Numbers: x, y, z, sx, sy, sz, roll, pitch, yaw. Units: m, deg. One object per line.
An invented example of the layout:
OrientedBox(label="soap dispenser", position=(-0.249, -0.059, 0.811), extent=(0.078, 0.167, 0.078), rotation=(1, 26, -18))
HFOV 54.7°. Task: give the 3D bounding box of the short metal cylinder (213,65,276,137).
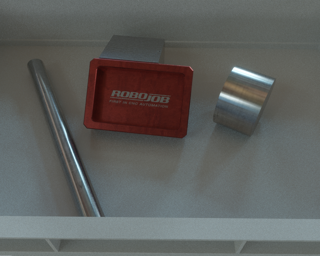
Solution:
OrientedBox(label="short metal cylinder", position=(0.109, -0.035, 0.400), extent=(0.050, 0.080, 0.080), rotation=(24, 54, 18))

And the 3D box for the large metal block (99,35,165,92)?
OrientedBox(label="large metal block", position=(-0.038, -0.096, 0.459), extent=(0.080, 0.050, 0.080), rotation=(6, 39, 4))

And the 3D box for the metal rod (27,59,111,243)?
OrientedBox(label="metal rod", position=(-0.128, 0.005, 0.398), extent=(0.025, 0.025, 0.300), rotation=(-21, 53, -17))

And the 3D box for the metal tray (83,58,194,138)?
OrientedBox(label="metal tray", position=(-0.027, -0.038, 0.400), extent=(0.131, 0.030, 0.089), rotation=(6, 90, 4))
